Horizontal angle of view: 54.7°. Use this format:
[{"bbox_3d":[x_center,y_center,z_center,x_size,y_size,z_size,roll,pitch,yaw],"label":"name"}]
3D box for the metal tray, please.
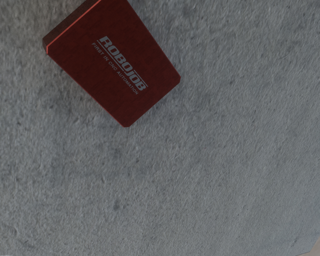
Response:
[{"bbox_3d":[-0.046,-0.071,0.336,0.090,0.030,0.130,-42,130,0],"label":"metal tray"}]
